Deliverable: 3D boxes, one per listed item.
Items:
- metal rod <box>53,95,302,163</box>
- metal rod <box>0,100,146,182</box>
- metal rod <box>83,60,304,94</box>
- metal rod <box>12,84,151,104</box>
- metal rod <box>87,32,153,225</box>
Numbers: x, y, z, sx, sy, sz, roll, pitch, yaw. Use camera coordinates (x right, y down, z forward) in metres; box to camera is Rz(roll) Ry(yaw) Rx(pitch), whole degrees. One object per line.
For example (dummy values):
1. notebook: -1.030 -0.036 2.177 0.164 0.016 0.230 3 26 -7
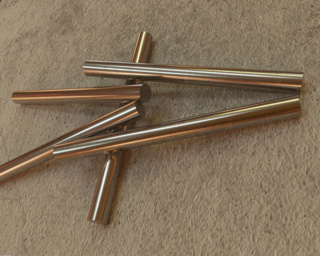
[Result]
1. metal rod: 0.009 0.005 0.376 0.301 0.025 0.025 -11 57 13
2. metal rod: -0.155 0.031 0.448 0.300 0.025 0.025 -23 53 20
3. metal rod: 0.026 -0.071 0.413 0.301 0.025 0.025 8 66 24
4. metal rod: -0.142 -0.051 0.491 0.300 0.025 0.025 3 63 35
5. metal rod: -0.050 -0.017 0.441 0.025 0.025 0.299 -3 60 26
